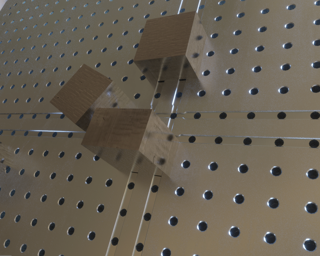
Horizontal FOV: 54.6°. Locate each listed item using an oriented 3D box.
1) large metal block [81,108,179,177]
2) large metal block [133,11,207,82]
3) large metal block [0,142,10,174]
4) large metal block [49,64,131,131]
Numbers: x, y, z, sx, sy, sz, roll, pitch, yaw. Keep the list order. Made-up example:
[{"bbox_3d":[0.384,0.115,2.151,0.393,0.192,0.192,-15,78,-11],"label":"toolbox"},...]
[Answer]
[{"bbox_3d":[-0.033,0.018,0.380,0.080,0.080,0.050,3,63,30],"label":"large metal block"},{"bbox_3d":[0.017,-0.118,0.457,0.080,0.050,0.080,0,62,28],"label":"large metal block"},{"bbox_3d":[-0.310,0.052,0.506,0.080,0.080,0.050,-34,51,6],"label":"large metal block"},{"bbox_3d":[-0.107,-0.042,0.476,0.080,0.050,0.080,33,80,38],"label":"large metal block"}]
